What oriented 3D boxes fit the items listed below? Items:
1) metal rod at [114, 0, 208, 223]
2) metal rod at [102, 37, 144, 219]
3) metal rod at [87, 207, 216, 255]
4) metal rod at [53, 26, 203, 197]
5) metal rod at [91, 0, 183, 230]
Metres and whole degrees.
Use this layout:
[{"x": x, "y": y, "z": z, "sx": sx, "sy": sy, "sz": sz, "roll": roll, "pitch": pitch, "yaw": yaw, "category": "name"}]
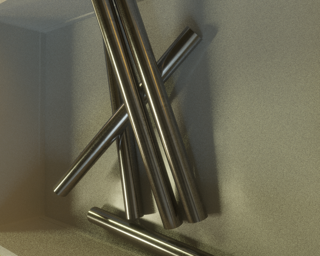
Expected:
[{"x": -0.002, "y": -0.033, "z": 0.369, "sx": 0.025, "sy": 0.025, "sz": 0.298, "roll": -19, "pitch": 90, "yaw": 38, "category": "metal rod"}, {"x": -0.057, "y": -0.022, "z": 0.451, "sx": 0.025, "sy": 0.025, "sz": 0.298, "roll": -14, "pitch": 81, "yaw": 39, "category": "metal rod"}, {"x": 0.011, "y": 0.153, "z": 0.396, "sx": 0.300, "sy": 0.025, "sz": 0.025, "roll": 8, "pitch": 95, "yaw": 39, "category": "metal rod"}, {"x": -0.054, "y": -0.010, "z": 0.419, "sx": 0.299, "sy": 0.025, "sz": 0.025, "roll": -47, "pitch": 62, "yaw": 19, "category": "metal rod"}, {"x": -0.028, "y": -0.019, "z": 0.382, "sx": 0.025, "sy": 0.025, "sz": 0.298, "roll": -14, "pitch": 95, "yaw": 39, "category": "metal rod"}]
